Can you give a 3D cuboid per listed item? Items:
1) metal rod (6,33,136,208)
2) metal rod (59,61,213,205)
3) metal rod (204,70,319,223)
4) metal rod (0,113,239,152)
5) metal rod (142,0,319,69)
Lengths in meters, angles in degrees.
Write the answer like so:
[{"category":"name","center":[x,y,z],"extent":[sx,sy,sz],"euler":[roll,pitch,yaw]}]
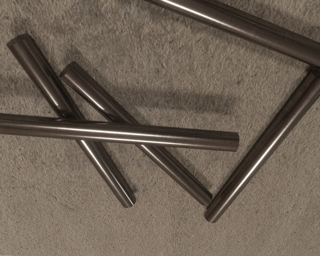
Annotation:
[{"category":"metal rod","center":[-0.100,0.014,0.417],"extent":[0.025,0.025,0.299],"euler":[-15,129,12]},{"category":"metal rod","center":[-0.015,0.024,0.427],"extent":[0.025,0.025,0.300],"euler":[-30,125,22]},{"category":"metal rod","center":[0.138,0.048,0.449],"extent":[0.025,0.025,0.298],"euler":[15,129,-13]},{"category":"metal rod","center":[-0.054,0.006,0.376],"extent":[0.302,0.025,0.025],"euler":[5,130,-5]},{"category":"metal rod","center":[0.074,-0.109,0.315],"extent":[0.302,0.025,0.025],"euler":[16,128,-14]}]
